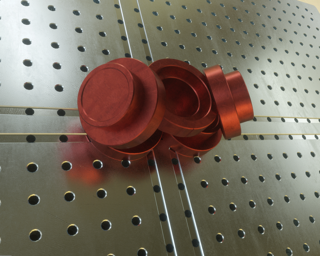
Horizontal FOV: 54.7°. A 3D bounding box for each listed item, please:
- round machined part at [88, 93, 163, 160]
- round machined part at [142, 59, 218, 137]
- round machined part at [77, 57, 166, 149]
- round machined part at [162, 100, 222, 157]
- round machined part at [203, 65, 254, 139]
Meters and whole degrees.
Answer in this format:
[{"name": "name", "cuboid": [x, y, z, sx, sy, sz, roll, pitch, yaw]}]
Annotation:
[{"name": "round machined part", "cuboid": [-0.040, -0.013, 0.384, 0.099, 0.042, 0.098, 14, 56, -21]}, {"name": "round machined part", "cuboid": [0.017, -0.032, 0.372, 0.099, 0.042, 0.098, 14, 56, -21]}, {"name": "round machined part", "cuboid": [-0.047, -0.029, 0.326, 0.042, 0.098, 0.098, 28, 39, -62]}, {"name": "round machined part", "cuboid": [0.047, -0.013, 0.432, 0.099, 0.042, 0.098, 14, 56, -21]}, {"name": "round machined part", "cuboid": [0.091, -0.037, 0.405, 0.042, 0.098, 0.098, -18, 65, 8]}]
